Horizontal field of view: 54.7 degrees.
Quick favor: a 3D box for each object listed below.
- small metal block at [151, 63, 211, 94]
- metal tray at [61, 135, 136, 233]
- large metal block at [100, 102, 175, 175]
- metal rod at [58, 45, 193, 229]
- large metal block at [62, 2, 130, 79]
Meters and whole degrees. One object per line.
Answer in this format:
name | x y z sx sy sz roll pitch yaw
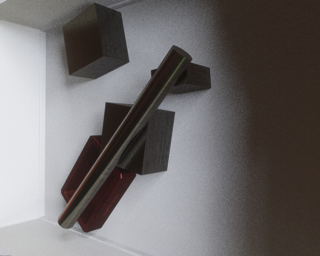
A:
small metal block | 0.025 -0.058 0.368 0.050 0.050 0.025 -6 86 39
metal tray | -0.100 0.086 0.483 0.090 0.030 0.129 47 118 29
large metal block | -0.032 0.011 0.415 0.080 0.050 0.079 13 98 39
metal rod | -0.057 0.029 0.386 0.025 0.025 0.298 51 120 27
large metal block | -0.098 -0.127 0.469 0.080 0.050 0.080 -16 80 38
